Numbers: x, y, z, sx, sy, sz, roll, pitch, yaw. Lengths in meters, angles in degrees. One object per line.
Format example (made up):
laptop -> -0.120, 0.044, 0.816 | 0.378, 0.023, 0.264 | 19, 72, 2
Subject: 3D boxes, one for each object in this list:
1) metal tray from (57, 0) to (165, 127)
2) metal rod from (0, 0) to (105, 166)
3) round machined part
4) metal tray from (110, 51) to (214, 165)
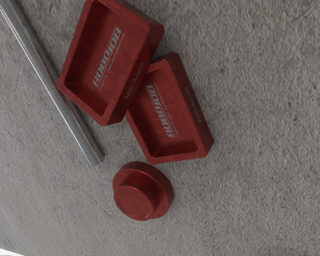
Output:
metal tray -> -0.061, -0.078, 0.356 | 0.090, 0.030, 0.129 | 39, 117, 19
metal rod -> -0.160, -0.075, 0.445 | 0.025, 0.025, 0.299 | -13, 112, 33
round machined part -> -0.032, 0.104, 0.477 | 0.098, 0.042, 0.097 | 13, 124, 21
metal tray -> 0.002, -0.019, 0.390 | 0.090, 0.030, 0.129 | -12, 112, 33
